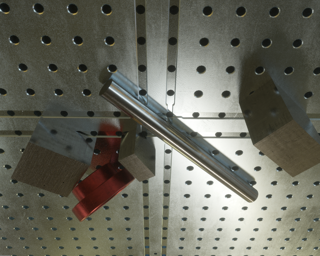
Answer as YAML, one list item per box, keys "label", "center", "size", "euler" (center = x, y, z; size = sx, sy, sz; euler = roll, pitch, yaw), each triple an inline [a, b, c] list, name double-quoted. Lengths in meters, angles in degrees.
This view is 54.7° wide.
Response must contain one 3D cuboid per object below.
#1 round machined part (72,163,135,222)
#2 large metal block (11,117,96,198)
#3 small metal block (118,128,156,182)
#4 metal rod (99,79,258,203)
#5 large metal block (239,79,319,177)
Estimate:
- label: "round machined part"
  center: [-0.087, 0.088, 0.450]
  size: [0.098, 0.099, 0.042]
  euler: [-43, 83, 30]
- label: "large metal block"
  center: [-0.147, 0.043, 0.430]
  size: [0.080, 0.050, 0.080]
  euler: [26, 125, -21]
- label: "small metal block"
  center: [-0.030, 0.037, 0.427]
  size: [0.025, 0.050, 0.050]
  euler: [-25, 126, 19]
- label: "metal rod"
  center: [0.043, 0.031, 0.438]
  size: [0.301, 0.025, 0.025]
  euler: [37, 121, -27]
- label: "large metal block"
  center: [0.149, 0.000, 0.377]
  size: [0.080, 0.080, 0.050]
  euler: [35, 122, -26]
